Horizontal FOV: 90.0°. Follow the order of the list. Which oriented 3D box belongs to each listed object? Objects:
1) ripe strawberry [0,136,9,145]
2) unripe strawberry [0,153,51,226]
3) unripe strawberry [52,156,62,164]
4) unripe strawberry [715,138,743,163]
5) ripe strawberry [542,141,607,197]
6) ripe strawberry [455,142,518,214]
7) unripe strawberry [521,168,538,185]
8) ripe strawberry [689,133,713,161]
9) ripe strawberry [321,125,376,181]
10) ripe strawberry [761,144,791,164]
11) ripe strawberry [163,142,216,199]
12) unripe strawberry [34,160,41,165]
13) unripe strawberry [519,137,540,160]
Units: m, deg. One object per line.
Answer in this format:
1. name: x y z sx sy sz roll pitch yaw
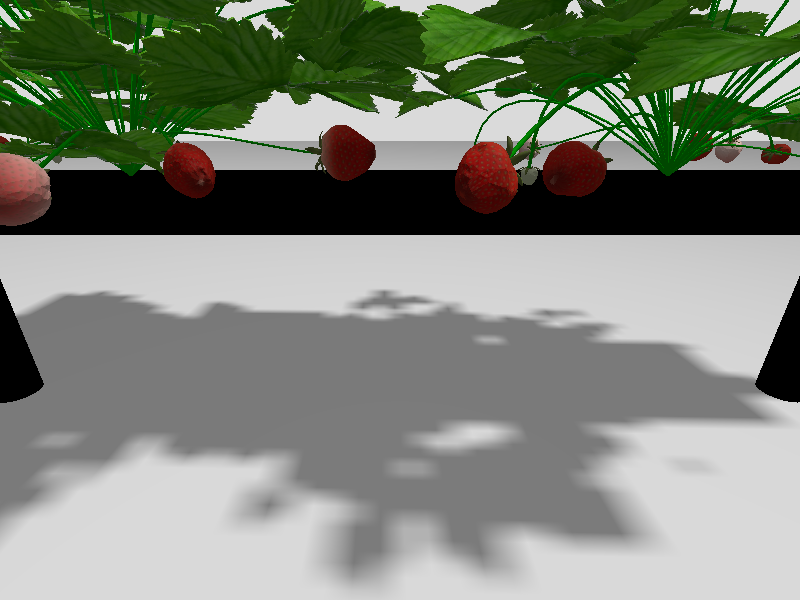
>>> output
1. ripe strawberry: -0.400 -0.145 0.393 0.034 0.033 0.032 8 24 20
2. unripe strawberry: -0.151 -0.041 0.151 0.031 0.028 0.028 -8 25 -19
3. unripe strawberry: -0.361 -0.149 0.421 0.011 0.011 0.011 15 28 32
4. unripe strawberry: 0.396 -0.179 0.483 0.026 0.027 0.028 22 -22 42
5. ripe strawberry: 0.093 -0.070 0.217 0.033 0.028 0.033 -33 38 -31
6. ripe strawberry: 0.036 -0.052 0.174 0.029 0.030 0.026 -38 40 -27
7. unripe strawberry: 0.074 -0.071 0.229 0.010 0.010 0.009 -16 28 -33
8. ripe strawberry: 0.358 -0.184 0.480 0.029 0.032 0.031 18 26 36
9. ripe strawberry: -0.039 -0.115 0.314 0.042 0.041 0.039 3 23 5
10. ripe strawberry: 0.408 -0.158 0.434 0.024 0.021 0.024 0 20 -33
11. ripe strawberry: -0.111 -0.068 0.213 0.025 0.028 0.027 -19 46 -38
12. unripe strawberry: -0.339 -0.125 0.371 0.010 0.010 0.011 8 24 18
13. unripe strawberry: 0.169 -0.200 0.530 0.027 0.028 0.029 -6 23 -13
